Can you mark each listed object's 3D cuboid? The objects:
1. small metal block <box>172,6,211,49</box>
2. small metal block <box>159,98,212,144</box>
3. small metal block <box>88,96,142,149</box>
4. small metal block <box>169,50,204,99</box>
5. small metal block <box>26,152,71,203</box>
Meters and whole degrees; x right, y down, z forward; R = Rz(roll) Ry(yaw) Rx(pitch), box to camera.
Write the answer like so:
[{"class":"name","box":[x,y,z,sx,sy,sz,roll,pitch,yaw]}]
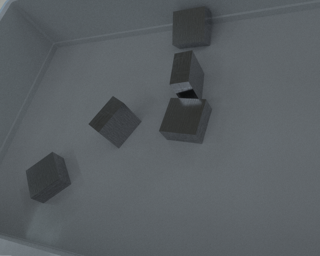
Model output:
[{"class":"small metal block","box":[0.047,-0.147,0.459,0.050,0.025,0.050,1,89,29]},{"class":"small metal block","box":[0.033,-0.010,0.395,0.050,0.025,0.050,6,64,30]},{"class":"small metal block","box":[-0.061,-0.007,0.426,0.025,0.050,0.050,33,81,38]},{"class":"small metal block","box":[0.037,-0.065,0.410,0.025,0.050,0.050,-5,60,26]},{"class":"small metal block","box":[-0.162,0.071,0.447,0.050,0.025,0.050,-35,51,5]}]
